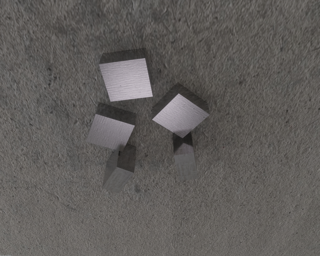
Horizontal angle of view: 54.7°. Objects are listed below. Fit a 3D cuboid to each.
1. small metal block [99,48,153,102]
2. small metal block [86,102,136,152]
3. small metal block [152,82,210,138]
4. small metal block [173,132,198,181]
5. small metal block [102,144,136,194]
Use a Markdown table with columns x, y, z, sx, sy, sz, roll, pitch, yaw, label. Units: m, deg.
| x | y | z | sx | sy | sz | roll | pitch | yaw | label |
| --- | --- | --- | --- | --- | --- | --- | --- | --- | --- |
| -0.037 | -0.061 | 0.355 | 0.050 | 0.025 | 0.050 | -7 | 130 | 5 | small metal block |
| -0.064 | -0.001 | 0.406 | 0.050 | 0.025 | 0.050 | 17 | 128 | -14 | small metal block |
| 0.026 | -0.021 | 0.389 | 0.050 | 0.025 | 0.050 | 31 | 123 | -24 | small metal block |
| 0.034 | 0.035 | 0.421 | 0.025 | 0.050 | 0.050 | -8 | 130 | 7 | small metal block |
| -0.057 | 0.055 | 0.437 | 0.025 | 0.050 | 0.050 | 23 | 126 | -18 | small metal block |
